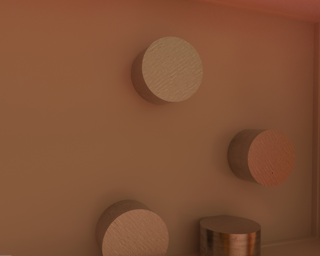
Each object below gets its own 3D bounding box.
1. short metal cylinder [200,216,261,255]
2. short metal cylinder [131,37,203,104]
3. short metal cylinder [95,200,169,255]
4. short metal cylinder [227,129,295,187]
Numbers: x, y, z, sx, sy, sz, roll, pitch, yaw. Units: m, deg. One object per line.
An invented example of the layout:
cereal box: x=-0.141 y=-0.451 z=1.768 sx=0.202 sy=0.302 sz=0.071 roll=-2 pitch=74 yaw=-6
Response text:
short metal cylinder: x=0.094 y=0.154 z=0.418 sx=0.081 sy=0.080 sz=0.050 roll=1 pitch=90 yaw=-20
short metal cylinder: x=0.008 y=-0.072 z=0.401 sx=0.081 sy=0.050 sz=0.079 roll=0 pitch=90 yaw=-21
short metal cylinder: x=-0.036 y=0.135 z=0.385 sx=0.081 sy=0.050 sz=0.079 roll=0 pitch=90 yaw=-21
short metal cylinder: x=0.147 y=0.042 z=0.453 sx=0.081 sy=0.050 sz=0.079 roll=0 pitch=90 yaw=-21
